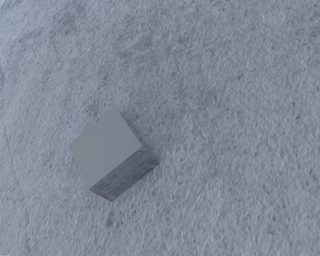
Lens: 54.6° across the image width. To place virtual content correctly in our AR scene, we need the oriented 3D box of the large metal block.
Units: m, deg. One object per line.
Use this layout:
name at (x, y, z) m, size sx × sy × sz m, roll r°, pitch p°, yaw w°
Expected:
large metal block at (-0.060, 0.033, 0.400) m, size 0.080 × 0.050 × 0.080 m, roll -39°, pitch 51°, yaw 2°
